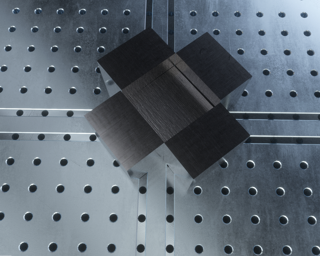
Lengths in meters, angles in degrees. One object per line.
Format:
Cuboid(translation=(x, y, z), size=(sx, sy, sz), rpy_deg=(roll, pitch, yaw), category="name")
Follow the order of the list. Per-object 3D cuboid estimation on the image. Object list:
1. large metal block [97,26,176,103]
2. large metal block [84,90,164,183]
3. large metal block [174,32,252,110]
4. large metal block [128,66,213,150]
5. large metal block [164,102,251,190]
Cuboid(translation=(-0.028, -0.072, 0.409), size=(0.080, 0.080, 0.050), rpy_deg=(-37, 74, -12), category="large metal block")
Cuboid(translation=(-0.040, 0.014, 0.377), size=(0.050, 0.080, 0.080), rpy_deg=(-37, 75, -12), category="large metal block")
Cuboid(translation=(0.064, -0.062, 0.406), size=(0.050, 0.080, 0.080), rpy_deg=(-37, 75, -12), category="large metal block")
Cuboid(translation=(0.013, -0.019, 0.404), size=(0.080, 0.050, 0.080), rpy_deg=(-37, 73, -10), category="large metal block")
Cuboid(translation=(0.052, 0.025, 0.375), size=(0.080, 0.080, 0.050), rpy_deg=(-35, 74, -12), category="large metal block")
